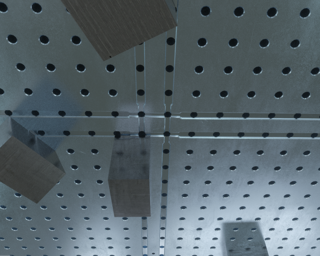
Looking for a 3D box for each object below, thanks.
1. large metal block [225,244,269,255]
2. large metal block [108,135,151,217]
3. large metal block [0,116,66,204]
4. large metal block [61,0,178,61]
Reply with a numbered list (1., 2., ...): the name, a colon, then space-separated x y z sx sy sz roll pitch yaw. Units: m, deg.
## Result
1. large metal block: 0.179 0.285 0.641 0.080 0.050 0.079 -4 130 2
2. large metal block: -0.038 0.067 0.432 0.050 0.080 0.079 0 130 0
3. large metal block: -0.176 0.039 0.397 0.050 0.080 0.080 -47 122 -6
4. large metal block: -0.038 -0.123 0.290 0.080 0.050 0.080 -21 127 17
